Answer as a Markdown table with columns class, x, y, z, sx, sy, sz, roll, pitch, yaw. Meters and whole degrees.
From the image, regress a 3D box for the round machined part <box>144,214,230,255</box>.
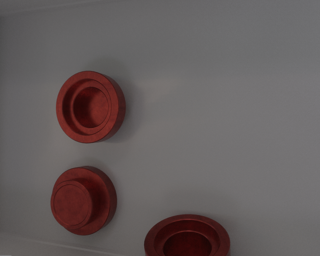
| class | x | y | z | sx | sy | sz | roll | pitch | yaw |
| --- | --- | --- | --- | --- | --- | --- | --- | --- | --- |
| round machined part | 0.032 | 0.148 | 0.364 | 0.098 | 0.098 | 0.042 | 2 | 111 | 20 |

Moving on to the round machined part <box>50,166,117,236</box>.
| class | x | y | z | sx | sy | sz | roll | pitch | yaw |
| --- | --- | --- | --- | --- | --- | --- | --- | --- | --- |
| round machined part | -0.115 | 0.105 | 0.442 | 0.098 | 0.042 | 0.097 | 0 | 90 | 20 |

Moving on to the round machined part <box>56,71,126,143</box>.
| class | x | y | z | sx | sy | sz | roll | pitch | yaw |
| --- | --- | --- | --- | --- | --- | --- | --- | --- | --- |
| round machined part | -0.092 | -0.028 | 0.434 | 0.098 | 0.042 | 0.097 | 0 | 90 | 20 |
